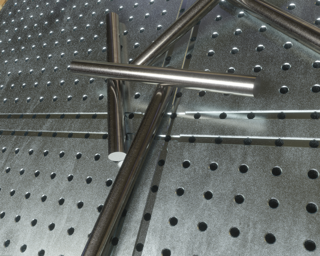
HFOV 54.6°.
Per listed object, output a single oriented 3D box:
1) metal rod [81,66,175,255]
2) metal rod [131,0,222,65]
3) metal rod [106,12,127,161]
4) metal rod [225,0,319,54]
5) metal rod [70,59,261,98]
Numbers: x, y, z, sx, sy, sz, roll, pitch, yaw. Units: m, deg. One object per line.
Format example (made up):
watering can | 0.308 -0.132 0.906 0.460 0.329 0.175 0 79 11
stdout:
metal rod | -0.036 0.048 0.398 0.025 0.025 0.300 10 66 32
metal rod | 0.072 -0.188 0.460 0.300 0.025 0.025 -41 51 10
metal rod | -0.073 -0.084 0.499 0.025 0.025 0.300 -20 54 17
metal rod | 0.168 -0.133 0.401 0.025 0.025 0.300 -39 51 2
metal rod | -0.015 -0.073 0.428 0.300 0.025 0.025 12 68 33
